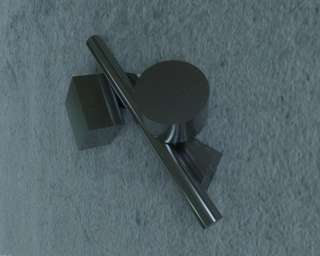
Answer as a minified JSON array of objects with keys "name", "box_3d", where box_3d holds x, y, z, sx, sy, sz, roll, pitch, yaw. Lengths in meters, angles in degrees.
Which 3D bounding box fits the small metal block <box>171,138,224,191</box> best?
[{"name":"small metal block","box_3d":[0.041,0.042,0.372,0.050,0.025,0.050,31,109,35]}]

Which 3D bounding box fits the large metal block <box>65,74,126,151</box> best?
[{"name":"large metal block","box_3d":[-0.097,-0.022,0.446,0.080,0.050,0.080,-45,61,57]}]

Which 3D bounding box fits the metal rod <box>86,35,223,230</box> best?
[{"name":"metal rod","box_3d":[-0.020,-0.012,0.388,0.025,0.025,0.299,-48,62,29]}]

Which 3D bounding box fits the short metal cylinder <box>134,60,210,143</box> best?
[{"name":"short metal cylinder","box_3d":[0.015,-0.029,0.350,0.080,0.050,0.080,-2,65,6]}]

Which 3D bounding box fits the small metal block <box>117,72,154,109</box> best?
[{"name":"small metal block","box_3d":[-0.033,-0.050,0.432,0.050,0.025,0.050,16,100,38]}]
